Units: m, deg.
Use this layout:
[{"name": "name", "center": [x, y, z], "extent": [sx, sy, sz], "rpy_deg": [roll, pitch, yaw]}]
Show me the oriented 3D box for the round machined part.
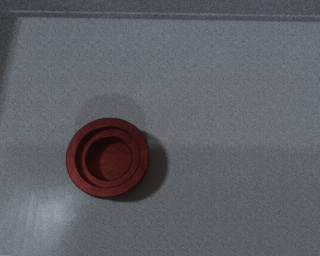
[{"name": "round machined part", "center": [-0.062, 0.040, 0.385], "extent": [0.099, 0.042, 0.098], "rpy_deg": [0, 70, -1]}]
